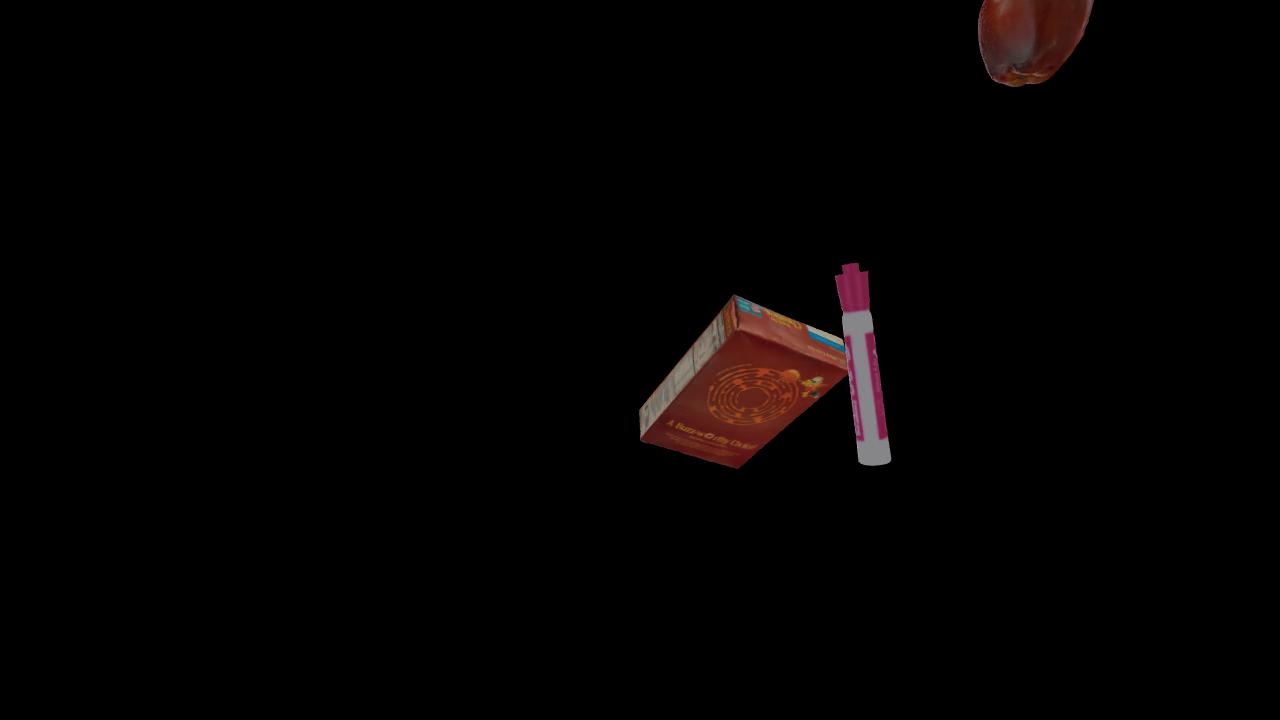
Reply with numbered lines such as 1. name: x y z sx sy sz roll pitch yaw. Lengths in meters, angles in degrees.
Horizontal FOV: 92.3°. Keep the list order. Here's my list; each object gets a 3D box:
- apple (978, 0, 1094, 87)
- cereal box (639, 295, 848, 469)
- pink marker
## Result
1. apple: 0.300 -0.262 0.472 0.079 0.093 0.079 2 6 0
2. cereal box: 0.155 0.049 0.982 0.203 0.081 0.306 18 -46 -19
3. pink marker: 0.134 0.002 0.369 0.020 0.121 0.020 -9 4 1
